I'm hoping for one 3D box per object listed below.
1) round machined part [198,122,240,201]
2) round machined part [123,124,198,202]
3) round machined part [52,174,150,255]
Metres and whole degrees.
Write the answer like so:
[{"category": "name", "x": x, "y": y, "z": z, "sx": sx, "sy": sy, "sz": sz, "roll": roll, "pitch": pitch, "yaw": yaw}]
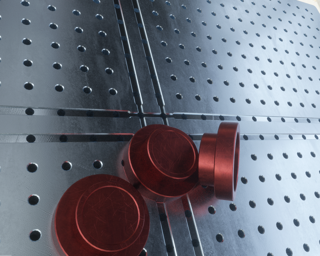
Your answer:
[{"category": "round machined part", "x": 0.075, "y": 0.041, "z": 0.392, "sx": 0.042, "sy": 0.098, "sz": 0.098, "roll": 3, "pitch": 51, "yaw": 18}, {"category": "round machined part", "x": 0.008, "y": 0.037, "z": 0.381, "sx": 0.099, "sy": 0.042, "sz": 0.098, "roll": 14, "pitch": 56, "yaw": -21}, {"category": "round machined part", "x": -0.055, "y": 0.092, "z": 0.313, "sx": 0.099, "sy": 0.042, "sz": 0.098, "roll": 14, "pitch": 56, "yaw": -21}]
